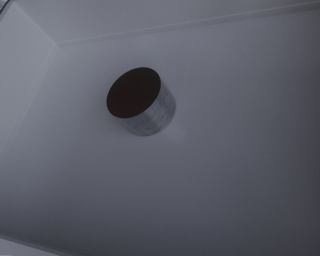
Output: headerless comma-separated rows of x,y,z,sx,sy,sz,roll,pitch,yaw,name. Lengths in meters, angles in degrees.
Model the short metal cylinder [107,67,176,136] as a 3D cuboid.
-0.025,-0.035,0.423,0.080,0.050,0.080,-13,56,21,short metal cylinder
